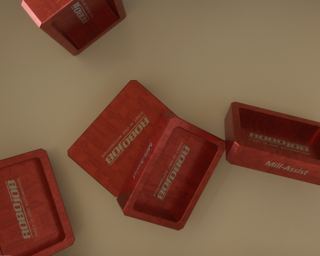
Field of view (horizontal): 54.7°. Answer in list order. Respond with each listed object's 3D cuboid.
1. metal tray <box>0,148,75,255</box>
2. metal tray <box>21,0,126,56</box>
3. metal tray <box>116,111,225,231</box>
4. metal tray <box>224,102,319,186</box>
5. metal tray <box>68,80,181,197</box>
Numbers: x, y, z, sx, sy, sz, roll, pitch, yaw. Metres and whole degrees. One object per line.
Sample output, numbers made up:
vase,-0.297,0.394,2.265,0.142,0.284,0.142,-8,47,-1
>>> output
metal tray,-0.171,0.100,0.383,0.091,0.030,0.129,-18,90,-34
metal tray,-0.089,-0.135,0.358,0.090,0.130,0.030,-38,90,0
metal tray,0.016,0.055,0.386,0.090,0.030,0.129,26,94,-28
metal tray,0.148,0.017,0.381,0.131,0.090,0.030,14,128,-1
metal tray,-0.044,0.013,0.408,0.090,0.030,0.130,42,90,-1
